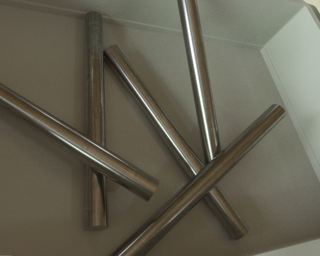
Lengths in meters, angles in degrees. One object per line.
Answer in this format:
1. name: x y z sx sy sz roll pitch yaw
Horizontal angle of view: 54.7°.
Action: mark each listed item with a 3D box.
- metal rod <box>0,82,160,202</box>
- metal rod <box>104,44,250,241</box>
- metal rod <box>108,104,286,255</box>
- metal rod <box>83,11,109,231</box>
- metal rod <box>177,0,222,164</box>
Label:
1. metal rod: -0.135 -0.013 0.320 0.301 0.025 0.025 32 51 0
2. metal rod: 0.015 0.011 0.408 0.025 0.025 0.299 -27 77 -37
3. metal rod: 0.063 0.056 0.374 0.302 0.025 0.025 -37 83 -29
4. metal rod: -0.080 -0.030 0.381 0.025 0.025 0.299 7 58 -25
5. metal rod: 0.050 -0.082 0.408 0.025 0.025 0.298 -11 92 -33
